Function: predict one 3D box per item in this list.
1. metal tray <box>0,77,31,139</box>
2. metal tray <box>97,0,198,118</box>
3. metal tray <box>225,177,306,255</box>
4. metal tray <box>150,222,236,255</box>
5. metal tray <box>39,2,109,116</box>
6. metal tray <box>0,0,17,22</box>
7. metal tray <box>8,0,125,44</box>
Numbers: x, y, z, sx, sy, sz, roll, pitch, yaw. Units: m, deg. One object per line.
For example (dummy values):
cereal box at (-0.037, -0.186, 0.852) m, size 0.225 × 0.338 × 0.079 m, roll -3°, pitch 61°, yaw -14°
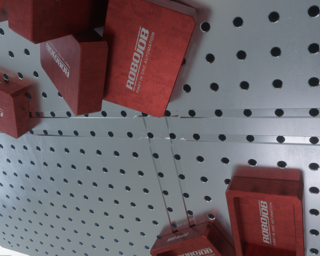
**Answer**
metal tray at (-0.287, -0.045, 0.533) m, size 0.130 × 0.030 × 0.089 m, roll 22°, pitch 127°, yaw 14°
metal tray at (-0.020, -0.082, 0.354) m, size 0.090 × 0.030 × 0.129 m, roll 18°, pitch 127°, yaw -2°
metal tray at (0.143, 0.129, 0.412) m, size 0.090 × 0.030 × 0.129 m, roll 0°, pitch 119°, yaw 28°
metal tray at (0.057, 0.211, 0.508) m, size 0.130 × 0.030 × 0.090 m, roll -33°, pitch 100°, yaw 38°
metal tray at (-0.108, -0.086, 0.372) m, size 0.130 × 0.030 × 0.089 m, roll 47°, pitch 137°, yaw 36°
metal tray at (-0.209, -0.207, 0.391) m, size 0.130 × 0.030 × 0.090 m, roll -30°, pitch 102°, yaw 38°
metal tray at (-0.080, -0.140, 0.298) m, size 0.030 × 0.131 × 0.089 m, roll 32°, pitch 129°, yaw 16°
